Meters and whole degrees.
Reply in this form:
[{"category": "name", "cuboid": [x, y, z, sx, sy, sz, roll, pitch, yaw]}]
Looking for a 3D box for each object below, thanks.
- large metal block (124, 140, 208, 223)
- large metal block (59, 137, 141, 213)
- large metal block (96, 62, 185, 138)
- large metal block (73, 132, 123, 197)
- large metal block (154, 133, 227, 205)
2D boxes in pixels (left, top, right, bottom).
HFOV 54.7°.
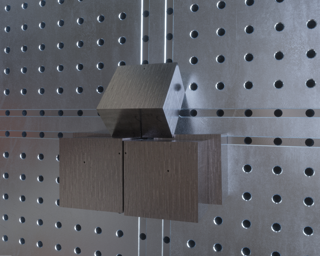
[{"category": "large metal block", "cuboid": [0.008, 0.053, 0.341, 0.080, 0.050, 0.079, 0, 90, 19]}, {"category": "large metal block", "cuboid": [-0.069, 0.051, 0.366, 0.080, 0.050, 0.079, 0, 90, 19]}, {"category": "large metal block", "cuboid": [-0.020, -0.035, 0.384, 0.080, 0.050, 0.080, 1, 48, 19]}, {"category": "large metal block", "cuboid": [-0.071, 0.047, 0.424, 0.080, 0.050, 0.079, 2, 91, 19]}, {"category": "large metal block", "cuboid": [0.040, 0.047, 0.384, 0.080, 0.050, 0.079, -1, 90, 19]}]
